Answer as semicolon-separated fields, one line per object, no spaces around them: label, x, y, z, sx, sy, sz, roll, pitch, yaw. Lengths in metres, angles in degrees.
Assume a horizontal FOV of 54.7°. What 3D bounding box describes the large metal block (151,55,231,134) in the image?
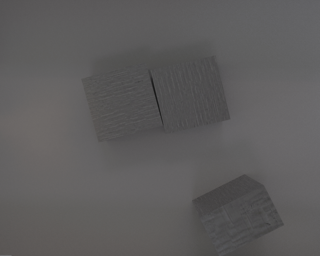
large metal block;0.037;-0.040;0.399;0.080;0.050;0.080;-13;90;0

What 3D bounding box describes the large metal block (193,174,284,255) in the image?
large metal block;0.091;0.104;0.384;0.080;0.080;0.050;-27;90;0

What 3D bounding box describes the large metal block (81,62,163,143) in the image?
large metal block;-0.046;-0.031;0.398;0.080;0.050;0.080;-15;90;0
